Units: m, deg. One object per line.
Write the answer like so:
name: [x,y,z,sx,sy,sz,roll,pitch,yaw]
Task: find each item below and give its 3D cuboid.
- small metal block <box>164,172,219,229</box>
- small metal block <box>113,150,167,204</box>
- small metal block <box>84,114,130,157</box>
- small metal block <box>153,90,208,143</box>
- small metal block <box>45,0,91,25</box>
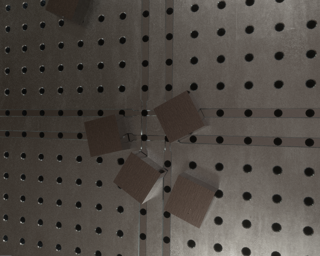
small metal block: [0.040,0.092,0.398,0.050,0.025,0.050,24,98,18]
small metal block: [-0.027,0.066,0.421,0.050,0.025,0.050,35,101,16]
small metal block: [-0.074,0.011,0.438,0.050,0.025,0.050,-13,86,19]
small metal block: [0.027,-0.014,0.402,0.050,0.025,0.050,-28,81,17]
small metal block: [-0.134,-0.187,0.458,0.050,0.025,0.050,25,98,18]
